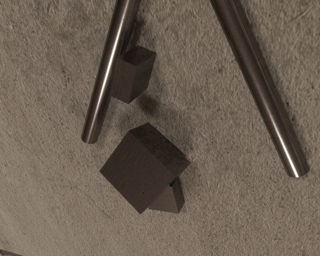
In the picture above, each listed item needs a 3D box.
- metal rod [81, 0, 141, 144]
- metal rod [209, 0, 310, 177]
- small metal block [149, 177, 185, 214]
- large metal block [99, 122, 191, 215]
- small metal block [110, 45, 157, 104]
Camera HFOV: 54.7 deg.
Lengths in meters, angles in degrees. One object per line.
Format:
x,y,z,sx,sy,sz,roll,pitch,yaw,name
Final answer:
-0.057,-0.091,0.379,0.025,0.025,0.298,31,128,7,metal rod
0.087,-0.077,0.312,0.025,0.025,0.299,-18,109,35,metal rod
0.005,0.097,0.463,0.050,0.025,0.050,1,119,27,small metal block
-0.021,0.052,0.414,0.080,0.050,0.080,44,118,11,large metal block
-0.031,-0.064,0.366,0.025,0.050,0.050,27,128,11,small metal block
